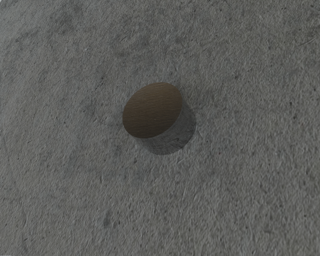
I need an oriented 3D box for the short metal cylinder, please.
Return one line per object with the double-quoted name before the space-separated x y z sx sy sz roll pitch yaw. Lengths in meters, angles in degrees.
"short metal cylinder" 0.000 -0.011 0.395 0.080 0.050 0.080 -13 56 20
